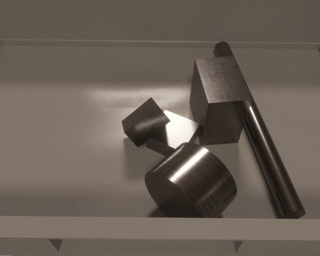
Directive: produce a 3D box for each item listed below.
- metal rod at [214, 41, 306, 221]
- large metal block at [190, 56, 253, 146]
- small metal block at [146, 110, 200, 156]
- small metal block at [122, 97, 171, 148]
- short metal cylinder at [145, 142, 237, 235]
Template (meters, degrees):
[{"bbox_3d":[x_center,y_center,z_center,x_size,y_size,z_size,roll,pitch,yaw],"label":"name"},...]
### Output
[{"bbox_3d":[0.123,-0.021,0.423,0.025,0.025,0.300,-5,50,-5],"label":"metal rod"},{"bbox_3d":[0.073,-0.034,0.399,0.050,0.080,0.080,-5,50,-5],"label":"large metal block"},{"bbox_3d":[0.017,0.010,0.397,0.050,0.025,0.050,23,54,18],"label":"small metal block"},{"bbox_3d":[-0.019,-0.008,0.385,0.050,0.025,0.050,-39,20,2],"label":"small metal block"},{"bbox_3d":[0.030,0.061,0.318,0.080,0.080,0.050,36,59,26],"label":"short metal cylinder"}]
